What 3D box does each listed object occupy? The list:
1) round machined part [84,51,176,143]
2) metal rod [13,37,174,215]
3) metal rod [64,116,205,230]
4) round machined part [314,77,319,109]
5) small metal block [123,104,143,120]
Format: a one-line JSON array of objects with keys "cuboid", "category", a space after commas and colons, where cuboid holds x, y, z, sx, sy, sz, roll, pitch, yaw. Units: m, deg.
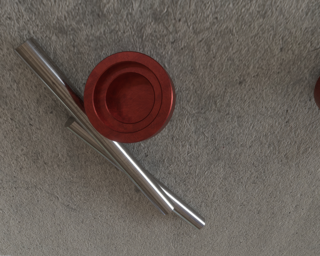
[{"cuboid": [-0.031, -0.033, 0.346, 0.098, 0.042, 0.097, 0, 90, 12], "category": "round machined part"}, {"cuboid": [-0.067, 0.016, 0.400, 0.025, 0.025, 0.300, -25, 120, 20], "category": "metal rod"}, {"cuboid": [-0.022, 0.079, 0.474, 0.025, 0.025, 0.300, -31, 124, 23], "category": "metal rod"}, {"cuboid": [0.227, -0.052, 0.355, 0.099, 0.042, 0.097, 0, 130, 0], "category": "round machined part"}, {"cuboid": [-0.034, -0.014, 0.395, 0.050, 0.025, 0.050, -15, 129, 12], "category": "small metal block"}]
